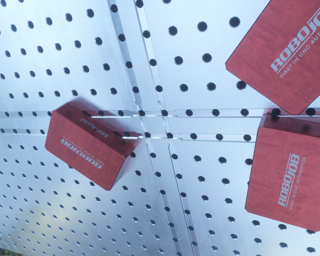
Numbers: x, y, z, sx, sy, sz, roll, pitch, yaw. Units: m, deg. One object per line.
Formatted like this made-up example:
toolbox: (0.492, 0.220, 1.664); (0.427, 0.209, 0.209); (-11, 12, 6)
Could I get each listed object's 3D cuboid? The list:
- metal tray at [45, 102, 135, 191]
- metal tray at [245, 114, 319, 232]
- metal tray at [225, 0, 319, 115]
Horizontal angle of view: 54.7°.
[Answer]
metal tray: (-0.113, 0.031, 0.484); (0.130, 0.030, 0.089); (33, 129, 6)
metal tray: (0.154, 0.054, 0.360); (0.090, 0.030, 0.129); (12, 124, 21)
metal tray: (0.134, -0.085, 0.285); (0.090, 0.030, 0.129); (36, 129, 3)
